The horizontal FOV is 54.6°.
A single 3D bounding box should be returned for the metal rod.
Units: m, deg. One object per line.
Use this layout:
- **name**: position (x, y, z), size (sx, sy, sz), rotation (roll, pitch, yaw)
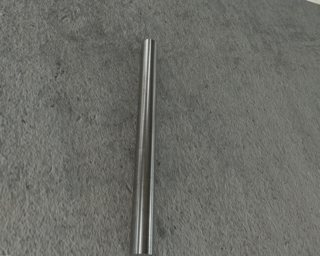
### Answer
- **metal rod**: position (-0.017, 0.002, 0.392), size (0.025, 0.025, 0.300), rotation (14, 56, -21)
